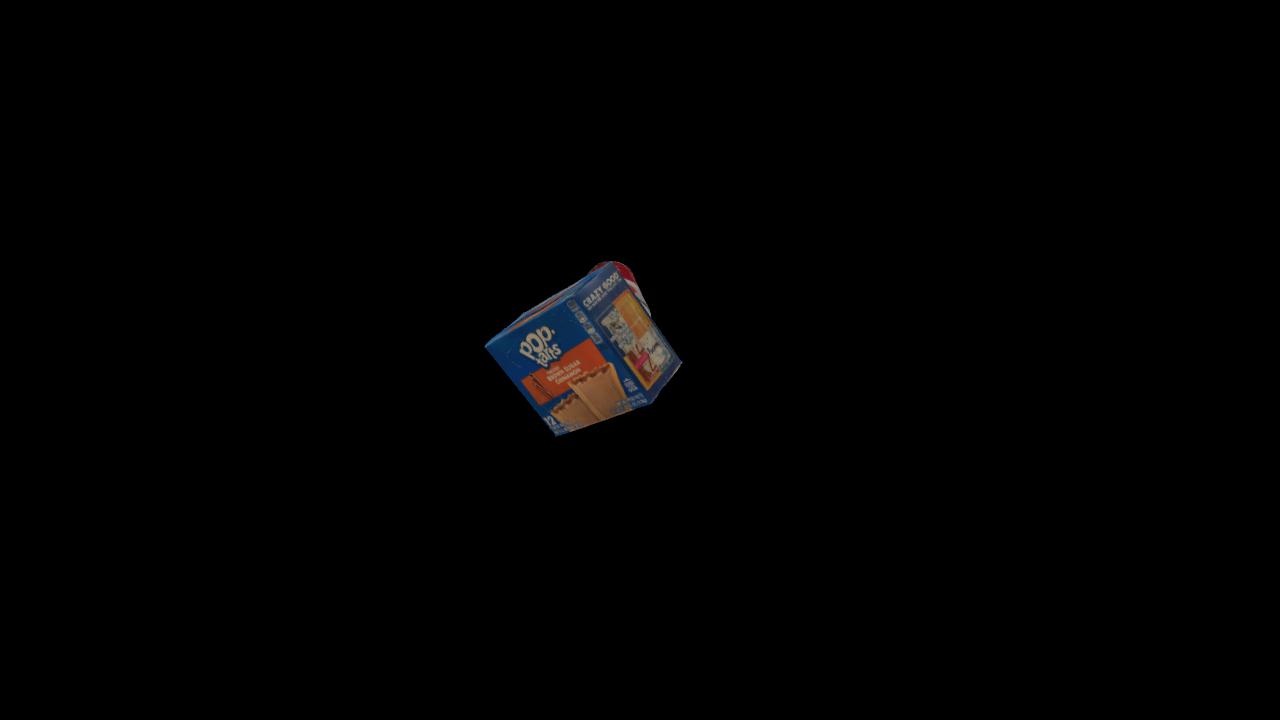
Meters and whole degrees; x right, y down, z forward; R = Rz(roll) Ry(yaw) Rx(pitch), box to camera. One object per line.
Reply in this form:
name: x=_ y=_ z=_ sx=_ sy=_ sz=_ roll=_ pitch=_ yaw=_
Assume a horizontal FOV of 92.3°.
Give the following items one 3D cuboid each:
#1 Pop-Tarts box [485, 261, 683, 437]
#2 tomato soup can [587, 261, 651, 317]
Pop-Tarts box: x=-0.066 y=-0.006 z=0.694 sx=0.167 sy=0.141 sz=0.083 roll=-23 pitch=19 yaw=41
tomato soup can: x=-0.028 y=-0.069 z=0.748 sx=0.068 sy=0.068 sz=0.101 roll=0 pitch=33 yaw=-15
